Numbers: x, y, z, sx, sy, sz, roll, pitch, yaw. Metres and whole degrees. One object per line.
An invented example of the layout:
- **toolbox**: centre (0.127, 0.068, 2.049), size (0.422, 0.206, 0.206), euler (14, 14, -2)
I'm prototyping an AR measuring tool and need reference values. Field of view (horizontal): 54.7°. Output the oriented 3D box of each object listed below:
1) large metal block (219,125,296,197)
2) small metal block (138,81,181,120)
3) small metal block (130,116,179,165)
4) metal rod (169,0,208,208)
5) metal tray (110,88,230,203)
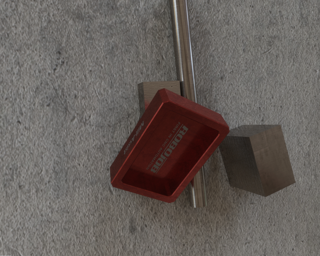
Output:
- **large metal block**: centre (0.130, 0.041, 0.429), size (0.050, 0.080, 0.080), euler (-19, 97, -19)
- **small metal block**: centre (0.000, -0.035, 0.410), size (0.050, 0.025, 0.050), euler (-5, 92, -20)
- **small metal block**: centre (-0.009, 0.017, 0.394), size (0.050, 0.025, 0.050), euler (14, 119, -20)
- **metal rod**: centre (0.039, -0.041, 0.424), size (0.025, 0.025, 0.298), euler (-7, 93, -20)
- **metal tray**: centre (0.009, 0.027, 0.370), size (0.091, 0.030, 0.129), euler (22, 116, -24)
